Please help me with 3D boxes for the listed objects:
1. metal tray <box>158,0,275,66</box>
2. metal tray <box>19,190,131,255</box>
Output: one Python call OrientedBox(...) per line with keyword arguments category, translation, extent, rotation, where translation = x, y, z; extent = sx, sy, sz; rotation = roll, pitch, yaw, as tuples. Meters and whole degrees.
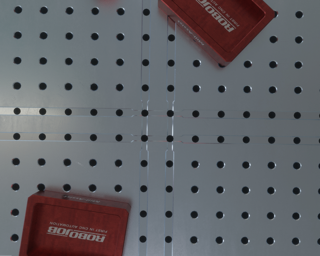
OrientedBox(category="metal tray", translation=(0.072, -0.158, 0.411), extent=(0.130, 0.030, 0.090), rotation=(44, 90, 0))
OrientedBox(category="metal tray", translation=(-0.110, 0.138, 0.410), extent=(0.131, 0.030, 0.090), rotation=(9, 90, 0))
